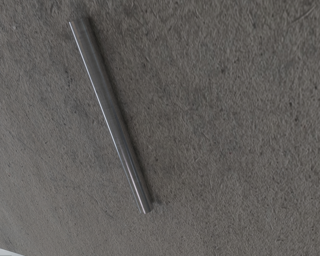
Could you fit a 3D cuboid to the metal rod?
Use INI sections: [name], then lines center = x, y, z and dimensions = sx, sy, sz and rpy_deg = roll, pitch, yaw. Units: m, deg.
[metal rod]
center = -0.061, -0.002, 0.438
dimensions = 0.025, 0.025, 0.299
rpy_deg = -2, 118, 29
